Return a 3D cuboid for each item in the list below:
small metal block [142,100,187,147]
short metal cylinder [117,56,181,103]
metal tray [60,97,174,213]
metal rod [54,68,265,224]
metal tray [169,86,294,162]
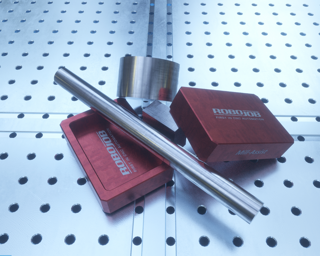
[{"bbox_3d":[0.006,0.000,0.385,0.050,0.050,0.025,33,58,25],"label":"small metal block"},{"bbox_3d":[-0.015,-0.062,0.411,0.080,0.080,0.050,6,92,5],"label":"short metal cylinder"},{"bbox_3d":[-0.054,0.026,0.377,0.091,0.030,0.130,-25,55,-20],"label":"metal tray"},{"bbox_3d":[-0.020,0.006,0.359,0.300,0.025,0.025,34,58,25],"label":"metal rod"},{"bbox_3d":[0.087,-0.005,0.371,0.131,0.030,0.090,1,45,-32],"label":"metal tray"}]
